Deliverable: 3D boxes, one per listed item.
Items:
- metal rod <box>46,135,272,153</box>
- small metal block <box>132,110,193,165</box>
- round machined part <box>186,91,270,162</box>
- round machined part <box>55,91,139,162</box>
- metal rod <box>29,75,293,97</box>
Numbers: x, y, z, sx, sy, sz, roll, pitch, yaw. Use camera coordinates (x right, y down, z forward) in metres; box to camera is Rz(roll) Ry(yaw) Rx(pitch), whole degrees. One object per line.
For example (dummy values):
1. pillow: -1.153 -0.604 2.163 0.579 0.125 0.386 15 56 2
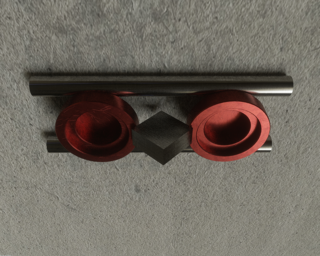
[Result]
1. metal rod: 0.000 0.022 0.427 0.302 0.025 0.025 0 130 -1
2. small metal block: 0.003 0.010 0.366 0.050 0.050 0.025 31 138 32
3. round machined part: 0.082 -0.006 0.386 0.099 0.042 0.097 0 130 0
4. round machined part: -0.075 -0.006 0.386 0.099 0.042 0.097 0 130 0
5. metal rod: 0.002 -0.050 0.366 0.302 0.025 0.025 0 130 -1
